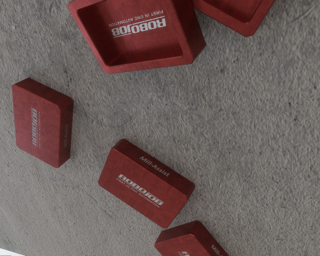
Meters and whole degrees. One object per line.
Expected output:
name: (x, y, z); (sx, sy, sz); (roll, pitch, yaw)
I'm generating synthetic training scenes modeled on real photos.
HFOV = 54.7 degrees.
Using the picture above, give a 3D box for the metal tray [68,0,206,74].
metal tray: (-0.026, -0.107, 0.325); (0.130, 0.030, 0.090); (2, 131, 39)

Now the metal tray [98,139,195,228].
metal tray: (-0.024, 0.086, 0.469); (0.130, 0.030, 0.089); (32, 129, 7)

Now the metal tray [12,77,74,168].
metal tray: (-0.189, -0.006, 0.500); (0.090, 0.030, 0.129); (25, 127, 12)

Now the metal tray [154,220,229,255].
metal tray: (0.064, 0.217, 0.504); (0.090, 0.030, 0.130); (-32, 101, 38)

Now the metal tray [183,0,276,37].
metal tray: (0.052, -0.155, 0.280); (0.130, 0.030, 0.089); (32, 129, 7)
